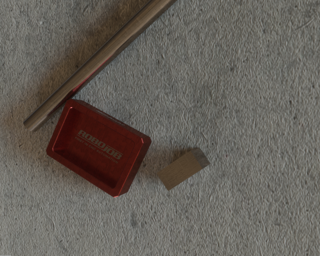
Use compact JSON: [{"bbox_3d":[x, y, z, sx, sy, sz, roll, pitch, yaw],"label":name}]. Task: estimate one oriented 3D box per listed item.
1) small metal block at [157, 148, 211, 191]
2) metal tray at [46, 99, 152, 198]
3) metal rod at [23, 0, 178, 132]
[{"bbox_3d":[0.031,0.050,0.384,0.050,0.050,0.025,-36,79,16],"label":"small metal block"},{"bbox_3d":[-0.088,0.026,0.436,0.130,0.030,0.090,28,99,17],"label":"metal tray"},{"bbox_3d":[-0.087,-0.094,0.438,0.300,0.025,0.025,-39,78,15],"label":"metal rod"}]
